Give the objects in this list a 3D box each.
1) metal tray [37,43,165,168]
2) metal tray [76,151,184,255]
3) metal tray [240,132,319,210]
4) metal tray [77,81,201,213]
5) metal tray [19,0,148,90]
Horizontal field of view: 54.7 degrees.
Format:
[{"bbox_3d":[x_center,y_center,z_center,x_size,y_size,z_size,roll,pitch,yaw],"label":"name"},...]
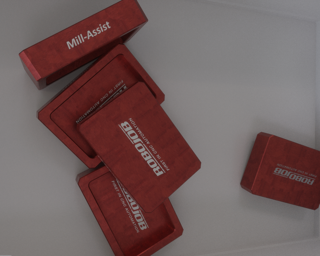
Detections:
[{"bbox_3d":[-0.068,-0.027,0.376,0.130,0.030,0.090,-45,111,-14],"label":"metal tray"},{"bbox_3d":[-0.037,0.099,0.394,0.091,0.030,0.129,-27,99,-18],"label":"metal tray"},{"bbox_3d":[0.197,0.067,0.474,0.131,0.030,0.090,17,92,-19],"label":"metal tray"},{"bbox_3d":[-0.022,0.022,0.366,0.090,0.030,0.130,-40,104,-16],"label":"metal tray"},{"bbox_3d":[-0.085,-0.091,0.344,0.131,0.090,0.030,-34,102,-17],"label":"metal tray"}]
